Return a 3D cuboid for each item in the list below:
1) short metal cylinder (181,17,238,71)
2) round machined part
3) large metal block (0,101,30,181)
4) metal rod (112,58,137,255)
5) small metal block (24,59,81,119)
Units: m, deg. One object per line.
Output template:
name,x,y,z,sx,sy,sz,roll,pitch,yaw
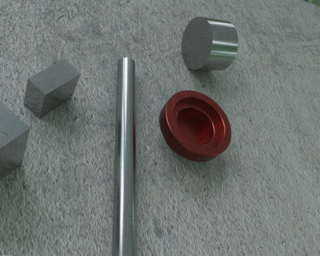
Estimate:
short metal cylinder,0.078,-0.133,0.493,0.050,0.080,0.080,-3,64,-30
round machined part,0.043,0.001,0.417,0.099,0.042,0.098,14,56,-21
large metal block,-0.166,0.024,0.265,0.050,0.080,0.080,43,51,1
metal rod,-0.040,0.039,0.359,0.025,0.025,0.299,11,57,-23
small metal block,-0.122,-0.044,0.350,0.025,0.050,0.050,44,51,2
